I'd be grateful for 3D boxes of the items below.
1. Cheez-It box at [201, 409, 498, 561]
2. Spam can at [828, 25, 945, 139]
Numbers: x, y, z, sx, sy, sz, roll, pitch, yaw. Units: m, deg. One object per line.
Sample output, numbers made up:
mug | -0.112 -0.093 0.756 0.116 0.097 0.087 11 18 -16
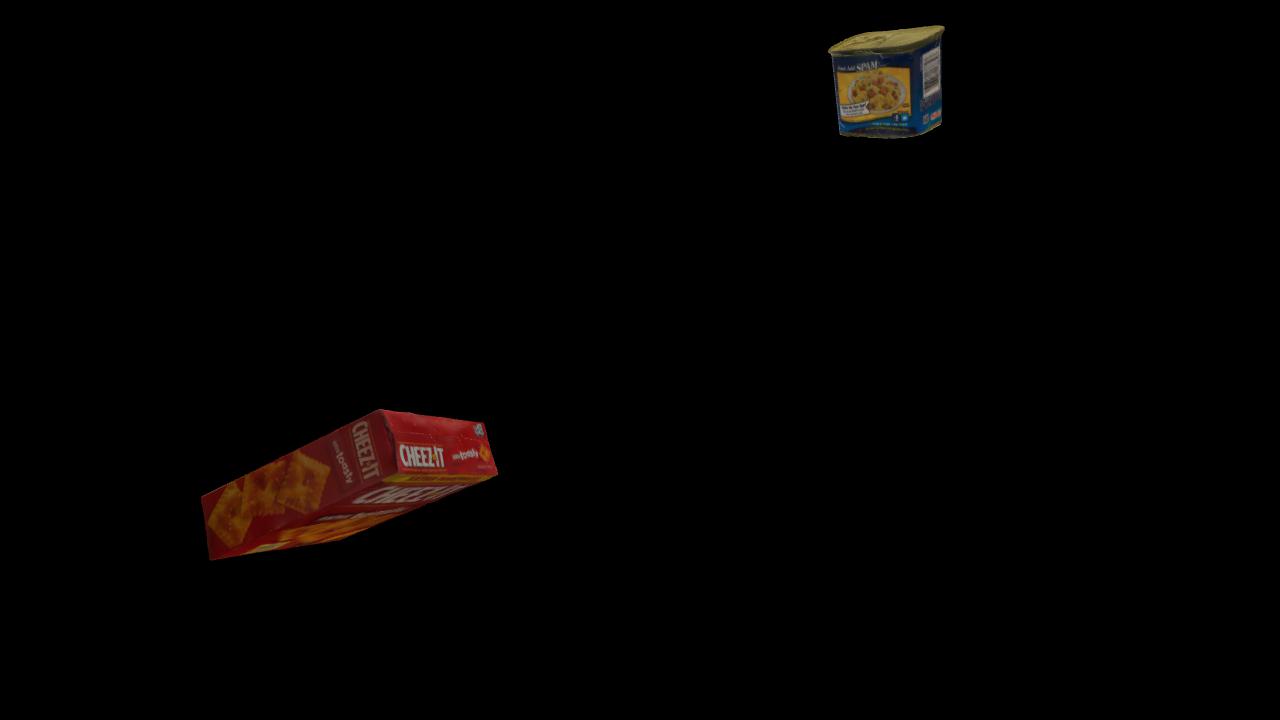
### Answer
Cheez-It box | -0.283 0.125 0.622 0.223 0.071 0.166 -24 -15 13
Spam can | 0.236 -0.264 0.590 0.058 0.085 0.101 -33 35 -22
